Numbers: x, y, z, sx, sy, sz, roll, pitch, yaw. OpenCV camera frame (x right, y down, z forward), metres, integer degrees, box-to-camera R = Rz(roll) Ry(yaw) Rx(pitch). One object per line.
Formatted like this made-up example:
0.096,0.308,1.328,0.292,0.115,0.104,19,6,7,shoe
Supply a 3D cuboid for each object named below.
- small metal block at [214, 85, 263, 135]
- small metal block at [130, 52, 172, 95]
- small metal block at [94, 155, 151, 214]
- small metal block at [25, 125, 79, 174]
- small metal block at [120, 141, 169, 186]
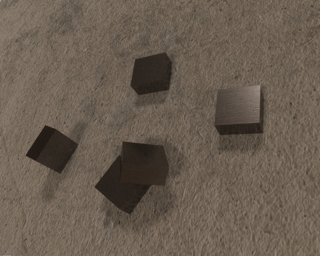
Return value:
0.094,-0.020,0.366,0.050,0.025,0.050,-3,60,26,small metal block
-0.012,-0.080,0.458,0.050,0.025,0.050,-7,59,24,small metal block
-0.044,0.069,0.383,0.050,0.025,0.050,29,78,37,small metal block
-0.155,0.032,0.447,0.025,0.050,0.050,16,70,34,small metal block
-0.020,0.041,0.360,0.050,0.025,0.050,7,23,-10,small metal block
